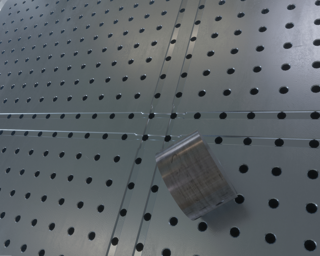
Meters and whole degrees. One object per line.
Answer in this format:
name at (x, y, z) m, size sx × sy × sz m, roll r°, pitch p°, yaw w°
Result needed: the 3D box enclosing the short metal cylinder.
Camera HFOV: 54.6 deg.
short metal cylinder at (0.038, 0.048, 0.324) m, size 0.050 × 0.080 × 0.080 m, roll -31°, pitch 52°, yaw 8°
